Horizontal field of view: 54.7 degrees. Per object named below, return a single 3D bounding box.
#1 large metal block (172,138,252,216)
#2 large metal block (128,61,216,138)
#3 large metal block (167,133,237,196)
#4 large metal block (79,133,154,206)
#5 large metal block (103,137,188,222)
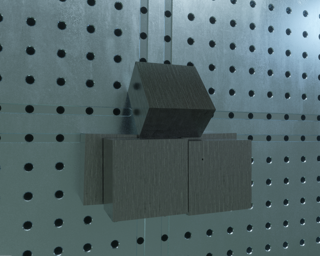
[{"bbox_3d":[0.060,0.053,0.367,0.081,0.050,0.079,0,90,-21],"label":"large metal block"},{"bbox_3d":[0.011,-0.034,0.382,0.081,0.050,0.080,0,48,-21],"label":"large metal block"},{"bbox_3d":[0.056,0.047,0.421,0.081,0.050,0.079,-1,91,-20],"label":"large metal block"},{"bbox_3d":[-0.055,0.047,0.380,0.081,0.050,0.079,2,90,-21],"label":"large metal block"},{"bbox_3d":[-0.017,0.051,0.338,0.081,0.050,0.079,0,90,-21],"label":"large metal block"}]
